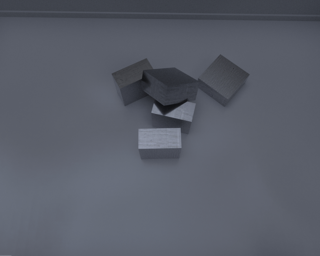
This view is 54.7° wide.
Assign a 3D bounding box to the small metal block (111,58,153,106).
[{"bbox_3d":[-0.033,-0.061,0.418,0.050,0.050,0.025,-26,70,-9],"label":"small metal block"}]

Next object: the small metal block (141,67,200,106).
[{"bbox_3d":[0.012,-0.053,0.385,0.050,0.025,0.050,-13,37,-35],"label":"small metal block"}]

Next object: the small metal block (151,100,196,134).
[{"bbox_3d":[0.017,-0.016,0.402,0.050,0.050,0.025,13,71,4],"label":"small metal block"}]

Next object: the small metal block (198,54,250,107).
[{"bbox_3d":[0.088,-0.067,0.434,0.050,0.025,0.050,39,74,13],"label":"small metal block"}]

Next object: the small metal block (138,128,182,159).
[{"bbox_3d":[0.000,0.021,0.389,0.050,0.050,0.025,-1,70,-1],"label":"small metal block"}]
